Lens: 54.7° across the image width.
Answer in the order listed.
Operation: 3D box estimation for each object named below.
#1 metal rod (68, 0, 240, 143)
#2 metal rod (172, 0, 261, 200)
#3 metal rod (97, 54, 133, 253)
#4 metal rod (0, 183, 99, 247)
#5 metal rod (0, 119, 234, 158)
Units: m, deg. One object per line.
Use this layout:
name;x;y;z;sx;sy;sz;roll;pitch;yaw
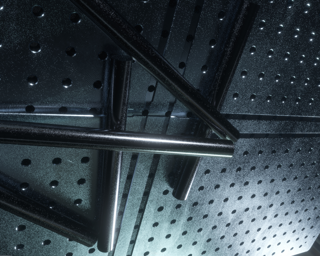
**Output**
metal rod;0.003;-0.065;0.355;0.025;0.025;0.301;-48;124;5
metal rod;0.071;-0.023;0.438;0.025;0.025;0.298;2;117;-30
metal rod;-0.063;0.053;0.410;0.025;0.025;0.298;-6;121;-26
metal rod;-0.182;0.082;0.362;0.025;0.025;0.300;-43;130;1
metal rod;-0.048;0.015;0.361;0.302;0.025;0.025;6;116;-21
